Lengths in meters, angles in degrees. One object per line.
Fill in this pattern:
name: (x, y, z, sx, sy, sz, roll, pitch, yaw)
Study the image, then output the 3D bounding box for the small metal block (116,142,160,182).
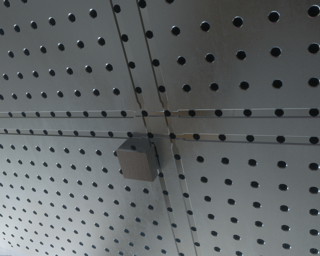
small metal block: (-0.032, 0.050, 0.459, 0.050, 0.025, 0.050, 2, 120, 27)
